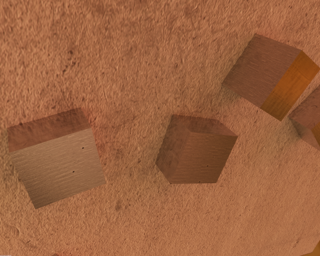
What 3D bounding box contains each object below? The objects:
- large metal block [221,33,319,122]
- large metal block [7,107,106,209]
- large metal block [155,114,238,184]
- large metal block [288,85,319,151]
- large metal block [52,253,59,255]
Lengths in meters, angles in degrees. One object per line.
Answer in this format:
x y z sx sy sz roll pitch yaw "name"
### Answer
0.142 -0.068 0.407 0.050 0.080 0.080 23 106 -37 "large metal block"
-0.114 0.032 0.348 0.081 0.050 0.079 -18 126 -18 "large metal block"
0.050 0.031 0.437 0.081 0.050 0.079 6 116 -31 "large metal block"
0.280 -0.016 0.534 0.080 0.050 0.080 -45 129 3 "large metal block"
-0.163 0.244 0.452 0.080 0.050 0.080 -31 129 -8 "large metal block"
